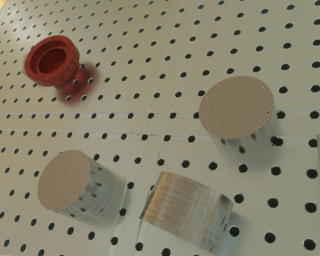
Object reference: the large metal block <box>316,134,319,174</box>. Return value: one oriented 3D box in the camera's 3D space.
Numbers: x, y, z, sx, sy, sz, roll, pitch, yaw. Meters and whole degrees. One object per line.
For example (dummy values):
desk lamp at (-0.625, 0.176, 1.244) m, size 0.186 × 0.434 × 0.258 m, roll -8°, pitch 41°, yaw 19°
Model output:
large metal block at (0.184, 0.048, 0.266) m, size 0.080 × 0.050 × 0.080 m, roll -6°, pitch 59°, yaw 25°

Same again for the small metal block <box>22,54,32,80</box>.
small metal block at (-0.244, -0.130, 0.617) m, size 0.050 × 0.025 × 0.050 m, roll -23°, pitch 53°, yaw 14°

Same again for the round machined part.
round machined part at (-0.190, -0.116, 0.561) m, size 0.098 × 0.042 × 0.098 m, roll -7°, pitch 63°, yaw 14°

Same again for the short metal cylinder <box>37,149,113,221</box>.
short metal cylinder at (-0.110, 0.075, 0.404) m, size 0.080 × 0.050 × 0.080 m, roll -13°, pitch 56°, yaw 21°

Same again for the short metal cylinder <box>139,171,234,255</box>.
short metal cylinder at (0.026, 0.084, 0.308) m, size 0.080 × 0.080 × 0.050 m, roll 14°, pitch 69°, yaw 34°

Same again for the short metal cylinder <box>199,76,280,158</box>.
short metal cylinder at (0.091, -0.012, 0.352) m, size 0.080 × 0.050 × 0.080 m, roll -13°, pitch 56°, yaw 21°
